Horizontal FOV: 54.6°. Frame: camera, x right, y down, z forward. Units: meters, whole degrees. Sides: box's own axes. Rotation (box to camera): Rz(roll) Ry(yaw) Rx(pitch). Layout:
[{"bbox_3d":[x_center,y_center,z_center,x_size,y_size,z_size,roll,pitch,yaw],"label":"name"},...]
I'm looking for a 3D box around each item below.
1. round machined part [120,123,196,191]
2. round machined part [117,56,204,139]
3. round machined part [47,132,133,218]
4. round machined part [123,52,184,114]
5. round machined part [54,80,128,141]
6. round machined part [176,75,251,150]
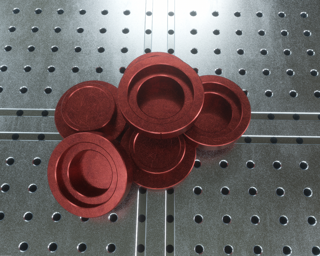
[{"bbox_3d":[-0.003,0.028,0.392,0.099,0.042,0.098,0,70,0],"label":"round machined part"},{"bbox_3d":[0.001,-0.033,0.369,0.099,0.042,0.098,0,70,0],"label":"round machined part"},{"bbox_3d":[-0.079,0.052,0.369,0.098,0.042,0.097,1,93,14],"label":"round machined part"},{"bbox_3d":[-0.003,-0.064,0.426,0.099,0.042,0.098,0,70,0],"label":"round machined part"},{"bbox_3d":[-0.090,-0.020,0.410,0.099,0.042,0.098,0,70,0],"label":"round machined part"},{"bbox_3d":[0.065,-0.017,0.409,0.099,0.042,0.098,0,70,0],"label":"round machined part"}]
